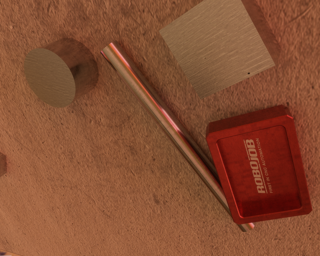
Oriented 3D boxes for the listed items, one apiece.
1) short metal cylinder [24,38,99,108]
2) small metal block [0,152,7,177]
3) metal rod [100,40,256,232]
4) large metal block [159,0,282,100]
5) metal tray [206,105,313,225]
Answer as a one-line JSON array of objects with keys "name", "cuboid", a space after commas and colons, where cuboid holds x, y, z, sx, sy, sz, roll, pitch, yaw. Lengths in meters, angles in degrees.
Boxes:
[{"name": "short metal cylinder", "cuboid": [-0.130, -0.074, 0.412, 0.080, 0.050, 0.079, 13, 124, 20]}, {"name": "small metal block", "cuboid": [-0.339, 0.068, 0.624, 0.050, 0.025, 0.050, 26, 128, 11]}, {"name": "metal rod", "cuboid": [0.029, 0.017, 0.400, 0.025, 0.025, 0.300, -31, 102, 37]}, {"name": "large metal block", "cuboid": [0.060, -0.086, 0.305, 0.080, 0.050, 0.080, -24, 106, 36]}, {"name": "metal tray", "cuboid": [0.114, 0.046, 0.356, 0.090, 0.030, 0.129, -15, 112, 16]}]
